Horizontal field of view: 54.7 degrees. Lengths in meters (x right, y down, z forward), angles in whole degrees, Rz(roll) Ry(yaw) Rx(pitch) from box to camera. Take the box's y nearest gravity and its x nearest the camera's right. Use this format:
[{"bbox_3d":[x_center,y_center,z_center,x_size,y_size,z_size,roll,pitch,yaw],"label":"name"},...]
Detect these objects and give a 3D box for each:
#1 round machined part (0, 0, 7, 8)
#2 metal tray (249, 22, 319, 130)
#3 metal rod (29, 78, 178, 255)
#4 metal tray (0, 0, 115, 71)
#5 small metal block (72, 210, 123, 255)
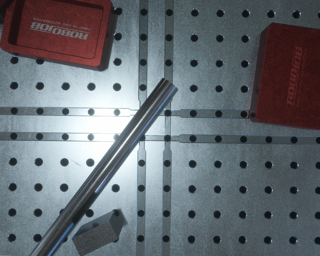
[{"bbox_3d":[-0.222,-0.188,0.388,0.098,0.042,0.097,-3,83,30],"label":"round machined part"},{"bbox_3d":[0.176,-0.067,0.413,0.091,0.030,0.129,8,90,-1],"label":"metal tray"},{"bbox_3d":[-0.076,0.060,0.412,0.025,0.025,0.299,37,90,-1],"label":"metal rod"},{"bbox_3d":[-0.133,-0.132,0.408,0.131,0.030,0.089,11,90,-1],"label":"metal tray"},{"bbox_3d":[-0.079,0.134,0.400,0.050,0.050,0.025,-26,90,0],"label":"small metal block"}]
